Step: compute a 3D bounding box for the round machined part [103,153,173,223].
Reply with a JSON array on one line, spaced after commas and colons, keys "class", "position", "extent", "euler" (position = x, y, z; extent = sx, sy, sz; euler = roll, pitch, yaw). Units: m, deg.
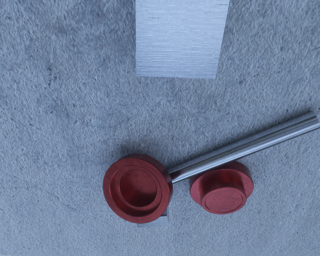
[{"class": "round machined part", "position": [-0.029, 0.083, 0.448], "extent": [0.098, 0.042, 0.097], "euler": [3, 102, 15]}]

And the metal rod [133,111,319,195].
[{"class": "metal rod", "position": [0.073, 0.048, 0.448], "extent": [0.300, 0.025, 0.025], "euler": [-25, 126, 19]}]

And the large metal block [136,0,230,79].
[{"class": "large metal block", "position": [0.018, -0.098, 0.308], "extent": [0.081, 0.050, 0.079], "euler": [2, 130, -2]}]

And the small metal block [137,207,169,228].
[{"class": "small metal block", "position": [-0.012, 0.131, 0.502], "extent": [0.050, 0.050, 0.025], "euler": [-7, 130, 5]}]

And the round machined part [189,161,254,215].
[{"class": "round machined part", "position": [0.096, 0.097, 0.480], "extent": [0.099, 0.042, 0.097], "euler": [0, 130, 0]}]
